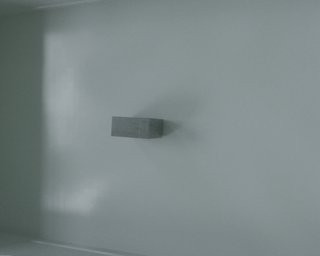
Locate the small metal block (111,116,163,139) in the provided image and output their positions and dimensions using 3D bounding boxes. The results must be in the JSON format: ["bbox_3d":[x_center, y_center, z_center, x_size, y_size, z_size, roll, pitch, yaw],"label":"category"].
[{"bbox_3d":[-0.028,-0.001,0.403,0.050,0.050,0.025,3,91,19],"label":"small metal block"}]
